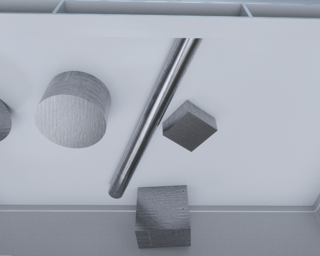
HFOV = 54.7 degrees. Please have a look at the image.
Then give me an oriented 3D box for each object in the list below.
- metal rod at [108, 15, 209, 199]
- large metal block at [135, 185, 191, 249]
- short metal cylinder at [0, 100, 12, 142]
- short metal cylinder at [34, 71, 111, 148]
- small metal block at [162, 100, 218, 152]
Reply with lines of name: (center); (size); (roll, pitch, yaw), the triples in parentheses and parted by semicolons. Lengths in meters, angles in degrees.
metal rod: (-0.016, -0.003, 0.406); (0.025, 0.025, 0.298); (17, 128, -14)
large metal block: (0.005, 0.140, 0.492); (0.080, 0.080, 0.050); (-3, 130, 2)
short metal cylinder: (-0.228, -0.005, 0.365); (0.050, 0.080, 0.080); (-32, 124, 24)
short metal cylinder: (-0.102, -0.021, 0.373); (0.081, 0.050, 0.079); (0, 130, 0)
small metal block: (0.039, -0.002, 0.408); (0.050, 0.025, 0.050); (31, 123, -24)
